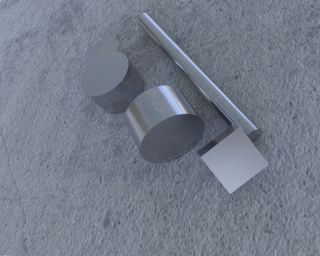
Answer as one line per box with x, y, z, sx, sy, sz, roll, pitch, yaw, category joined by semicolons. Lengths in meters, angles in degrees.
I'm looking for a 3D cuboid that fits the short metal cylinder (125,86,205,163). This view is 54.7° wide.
0.005;-0.003;0.367;0.080;0.080;0.050;-34;52;6;short metal cylinder

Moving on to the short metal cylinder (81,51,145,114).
-0.070;-0.068;0.464;0.080;0.050;0.080;-13;57;20;short metal cylinder

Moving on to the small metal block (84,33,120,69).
-0.096;-0.119;0.513;0.050;0.025;0.050;-22;48;50;small metal block

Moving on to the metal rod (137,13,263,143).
0.038;-0.087;0.436;0.025;0.025;0.300;-37;51;4;metal rod

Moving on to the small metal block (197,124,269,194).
0.076;0.032;0.326;0.050;0.050;0.025;-38;7;2;small metal block
